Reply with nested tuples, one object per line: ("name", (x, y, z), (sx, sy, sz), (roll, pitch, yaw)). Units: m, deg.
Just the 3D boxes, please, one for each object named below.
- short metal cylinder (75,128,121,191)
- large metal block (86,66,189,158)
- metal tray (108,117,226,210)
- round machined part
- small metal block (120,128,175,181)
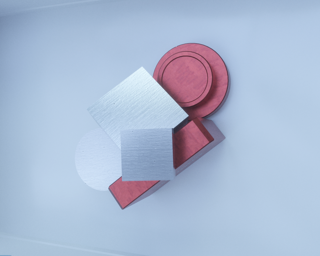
("short metal cylinder", (-0.066, 0.040, 0.417), (0.080, 0.050, 0.079), (0, 90, 19))
("large metal block", (-0.025, -0.010, 0.365), (0.080, 0.050, 0.080), (-39, 76, -10))
("metal tray", (0.012, 0.040, 0.369), (0.130, 0.090, 0.030), (-39, 77, 15))
("round machined part", (0.036, -0.058, 0.386), (0.098, 0.042, 0.097), (0, 90, 19))
("small metal block", (-0.011, 0.026, 0.311), (0.050, 0.025, 0.050), (-2, 89, 6))
